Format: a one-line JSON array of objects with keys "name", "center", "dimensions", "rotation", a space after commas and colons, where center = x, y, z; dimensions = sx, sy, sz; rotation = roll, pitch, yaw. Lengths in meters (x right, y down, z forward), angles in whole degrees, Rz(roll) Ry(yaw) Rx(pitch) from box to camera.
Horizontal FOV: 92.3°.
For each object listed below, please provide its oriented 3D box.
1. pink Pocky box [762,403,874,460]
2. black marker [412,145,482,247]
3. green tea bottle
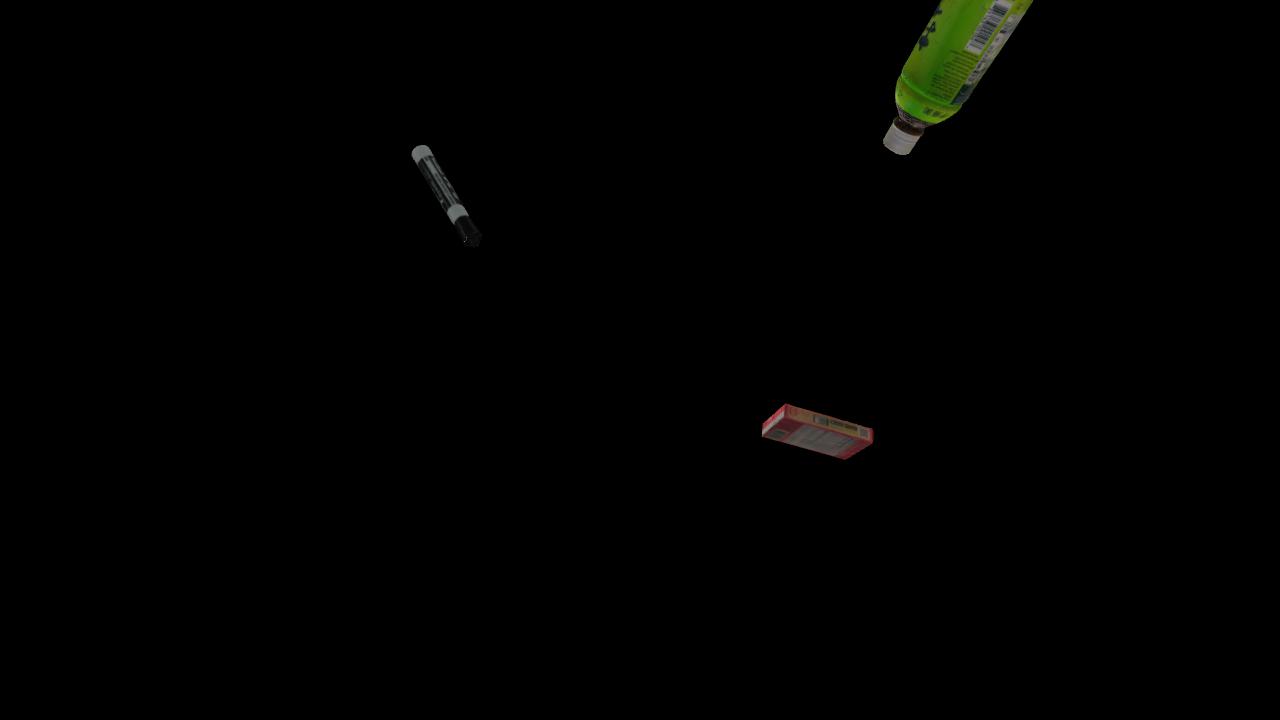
[{"name": "pink Pocky box", "center": [0.284, 0.117, 0.990], "dimensions": [0.155, 0.029, 0.084], "rotation": [16, -31, -8]}, {"name": "black marker", "center": [-0.181, -0.153, 0.578], "dimensions": [0.020, 0.121, 0.020], "rotation": [-30, -18, -11]}, {"name": "green tea bottle", "center": [0.292, -0.288, 0.565], "dimensions": [0.073, 0.073, 0.212], "rotation": [0, -40, -19]}]
